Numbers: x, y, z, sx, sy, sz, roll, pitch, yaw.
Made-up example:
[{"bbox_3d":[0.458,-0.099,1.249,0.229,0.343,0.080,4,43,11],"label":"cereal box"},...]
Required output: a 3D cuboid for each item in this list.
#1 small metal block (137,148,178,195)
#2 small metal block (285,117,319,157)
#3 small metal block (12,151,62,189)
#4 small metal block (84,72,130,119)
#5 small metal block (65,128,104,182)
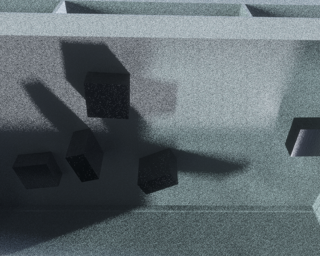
[{"bbox_3d":[-0.003,0.062,0.445,0.050,0.050,0.025,-21,127,16],"label":"small metal block"},{"bbox_3d":[0.206,0.013,0.423,0.050,0.025,0.050,-1,130,0],"label":"small metal block"},{"bbox_3d":[-0.181,0.064,0.461,0.050,0.025,0.050,-6,130,4],"label":"small metal block"},{"bbox_3d":[-0.062,-0.039,0.375,0.050,0.025,0.050,3,130,-3],"label":"small metal block"},{"bbox_3d":[-0.101,0.037,0.423,0.025,0.050,0.050,-12,129,9],"label":"small metal block"}]
